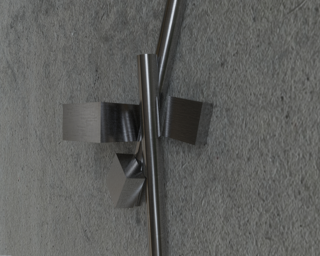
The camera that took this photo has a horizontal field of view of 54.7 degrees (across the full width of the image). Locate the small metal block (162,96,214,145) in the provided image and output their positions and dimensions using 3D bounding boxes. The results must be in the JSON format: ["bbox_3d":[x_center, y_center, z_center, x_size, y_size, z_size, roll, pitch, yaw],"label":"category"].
[{"bbox_3d":[0.033,-0.010,0.376,0.050,0.025,0.050,15,100,38],"label":"small metal block"}]

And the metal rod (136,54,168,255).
[{"bbox_3d":[-0.008,0.060,0.391,0.025,0.025,0.298,1,96,39],"label":"metal rod"}]

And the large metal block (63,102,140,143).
[{"bbox_3d":[-0.077,-0.008,0.430,0.080,0.081,0.050,1,91,40],"label":"large metal block"}]

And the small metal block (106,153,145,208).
[{"bbox_3d":[-0.047,0.068,0.404,0.050,0.025,0.050,56,132,50],"label":"small metal block"}]

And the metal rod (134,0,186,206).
[{"bbox_3d":[-0.006,-0.040,0.407,0.025,0.025,0.298,20,102,38],"label":"metal rod"}]
